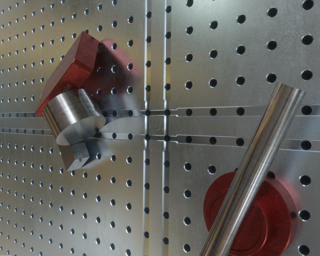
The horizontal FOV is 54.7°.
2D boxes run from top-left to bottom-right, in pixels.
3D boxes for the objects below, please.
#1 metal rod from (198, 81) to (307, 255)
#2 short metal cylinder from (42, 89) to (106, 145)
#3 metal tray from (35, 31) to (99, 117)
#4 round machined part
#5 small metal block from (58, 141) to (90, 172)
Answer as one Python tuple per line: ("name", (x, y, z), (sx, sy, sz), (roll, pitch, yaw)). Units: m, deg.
("metal rod", (0.063, 0.100, 0.301), (0.025, 0.025, 0.298), (31, 109, 35))
("short metal cylinder", (-0.131, -0.016, 0.476), (0.080, 0.081, 0.050), (-41, 72, 32))
("metal tray", (-0.149, -0.082, 0.498), (0.129, 0.030, 0.090), (-41, 34, 32))
("round machined part", (0.087, 0.094, 0.325), (0.098, 0.042, 0.097), (0, 90, 39))
("small metal block", (-0.145, 0.038, 0.519), (0.050, 0.025, 0.050), (-44, 63, 47))
